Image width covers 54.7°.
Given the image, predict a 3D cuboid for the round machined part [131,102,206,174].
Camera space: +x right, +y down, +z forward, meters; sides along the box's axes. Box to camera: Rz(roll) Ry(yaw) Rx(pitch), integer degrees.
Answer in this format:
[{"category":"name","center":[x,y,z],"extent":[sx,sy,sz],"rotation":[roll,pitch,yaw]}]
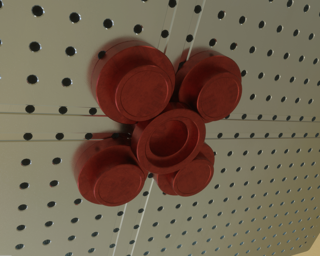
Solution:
[{"category":"round machined part","center":[0.008,0.009,0.410],"extent":[0.099,0.042,0.097],"rotation":[-14,125,-21]}]

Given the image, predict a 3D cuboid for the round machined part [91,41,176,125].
[{"category":"round machined part","center":[-0.025,-0.046,0.358],"extent":[0.099,0.042,0.097],"rotation":[-14,125,-21]}]

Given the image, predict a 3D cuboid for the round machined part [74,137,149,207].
[{"category":"round machined part","center":[-0.059,0.065,0.410],"extent":[0.099,0.042,0.097],"rotation":[-14,125,-21]}]

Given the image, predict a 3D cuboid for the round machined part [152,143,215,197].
[{"category":"round machined part","center":[0.041,0.063,0.463],"extent":[0.099,0.042,0.097],"rotation":[-14,125,-21]}]

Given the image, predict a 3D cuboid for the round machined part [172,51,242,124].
[{"category":"round machined part","center":[0.068,-0.048,0.409],"extent":[0.099,0.042,0.097],"rotation":[-14,125,-21]}]
